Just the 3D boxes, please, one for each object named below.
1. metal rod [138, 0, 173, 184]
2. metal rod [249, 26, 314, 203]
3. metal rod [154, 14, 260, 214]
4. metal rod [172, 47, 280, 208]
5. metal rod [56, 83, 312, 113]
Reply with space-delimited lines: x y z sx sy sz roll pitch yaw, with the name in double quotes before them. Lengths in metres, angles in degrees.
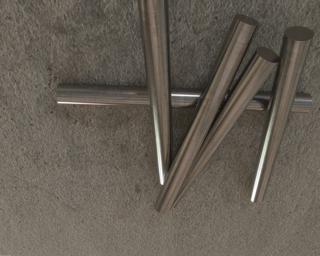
"metal rod" 0.001 -0.018 0.358 0.025 0.025 0.298 -2 141 2
"metal rod" 0.141 0.012 0.392 0.025 0.025 0.299 -5 138 4
"metal rod" 0.043 0.010 0.381 0.025 0.025 0.298 12 129 -10
"metal rod" 0.061 0.025 0.405 0.025 0.025 0.298 13 136 -11
"metal rod" 0.030 -0.036 0.376 0.302 0.025 0.025 2 130 -2
